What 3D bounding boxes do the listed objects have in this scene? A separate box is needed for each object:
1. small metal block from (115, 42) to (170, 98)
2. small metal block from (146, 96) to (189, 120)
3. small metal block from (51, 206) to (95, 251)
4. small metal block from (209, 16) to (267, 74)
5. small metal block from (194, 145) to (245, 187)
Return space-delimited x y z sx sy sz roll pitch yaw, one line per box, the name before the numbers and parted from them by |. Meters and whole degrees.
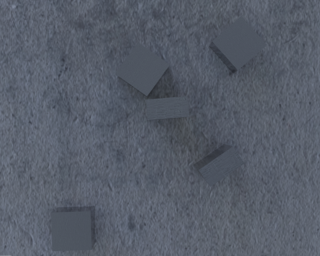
small metal block | -0.022 -0.075 0.410 0.050 0.025 0.050 36 90 -1
small metal block | 0.009 -0.024 0.398 0.050 0.050 0.025 -5 90 -1
small metal block | -0.113 0.132 0.409 0.050 0.025 0.050 -2 90 -1
small metal block | 0.103 -0.109 0.411 0.050 0.025 0.050 -41 91 0
small metal block | 0.074 0.047 0.399 0.050 0.050 0.025 -34 90 0
